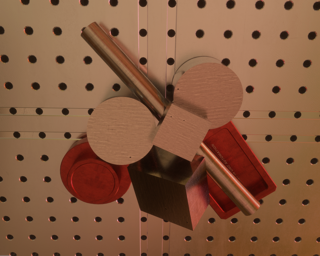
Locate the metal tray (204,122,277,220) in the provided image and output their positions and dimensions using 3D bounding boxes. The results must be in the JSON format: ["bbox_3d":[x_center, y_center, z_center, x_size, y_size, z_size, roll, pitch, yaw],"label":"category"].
[{"bbox_3d":[0.088,0.055,0.427,0.090,0.030,0.130,-35,107,11],"label":"metal tray"}]

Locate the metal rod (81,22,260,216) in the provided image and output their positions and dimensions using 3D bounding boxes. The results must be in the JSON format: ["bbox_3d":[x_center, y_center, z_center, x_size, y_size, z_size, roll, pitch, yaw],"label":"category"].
[{"bbox_3d":[0.017,-0.007,0.381,0.025,0.025,0.300,-41,96,13],"label":"metal rod"}]

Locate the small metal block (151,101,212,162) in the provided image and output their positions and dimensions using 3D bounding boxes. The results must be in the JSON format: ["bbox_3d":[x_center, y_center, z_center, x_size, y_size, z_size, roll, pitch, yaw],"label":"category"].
[{"bbox_3d":[0.023,0.003,0.354,0.050,0.025,0.050,25,100,-9],"label":"small metal block"}]

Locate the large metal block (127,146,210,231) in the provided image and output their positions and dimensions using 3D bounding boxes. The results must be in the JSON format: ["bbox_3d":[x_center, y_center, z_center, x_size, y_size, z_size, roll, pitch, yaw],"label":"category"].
[{"bbox_3d":[0.013,0.073,0.395,0.080,0.050,0.080,12,131,31],"label":"large metal block"}]

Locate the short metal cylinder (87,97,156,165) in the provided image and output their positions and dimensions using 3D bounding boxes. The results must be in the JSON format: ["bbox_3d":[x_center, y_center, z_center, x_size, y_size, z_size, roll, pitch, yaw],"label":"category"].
[{"bbox_3d":[-0.048,0.002,0.385,0.081,0.050,0.079,-1,94,-8],"label":"short metal cylinder"}]

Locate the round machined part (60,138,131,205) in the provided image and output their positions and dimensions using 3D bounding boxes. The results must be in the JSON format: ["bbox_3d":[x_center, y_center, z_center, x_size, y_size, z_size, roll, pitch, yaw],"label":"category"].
[{"bbox_3d":[-0.087,0.064,0.422,0.099,0.042,0.097,0,110,0],"label":"round machined part"}]

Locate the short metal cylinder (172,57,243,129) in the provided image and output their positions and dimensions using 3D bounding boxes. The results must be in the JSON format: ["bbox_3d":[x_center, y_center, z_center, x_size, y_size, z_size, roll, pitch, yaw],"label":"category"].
[{"bbox_3d":[0.056,-0.044,0.381,0.081,0.050,0.079,0,110,0],"label":"short metal cylinder"}]
